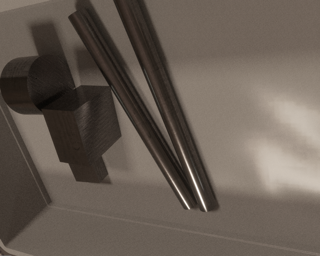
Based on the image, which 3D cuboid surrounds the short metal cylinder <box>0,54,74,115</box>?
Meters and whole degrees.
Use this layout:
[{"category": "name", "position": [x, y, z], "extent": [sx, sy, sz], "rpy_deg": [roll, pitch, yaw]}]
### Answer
[{"category": "short metal cylinder", "position": [-0.165, -0.058, 0.422], "extent": [0.050, 0.080, 0.079], "rpy_deg": [2, 119, 27]}]

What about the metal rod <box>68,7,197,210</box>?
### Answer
[{"category": "metal rod", "position": [-0.027, -0.014, 0.412], "extent": [0.025, 0.025, 0.299], "rpy_deg": [-19, 109, 35]}]

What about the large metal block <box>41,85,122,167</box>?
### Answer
[{"category": "large metal block", "position": [-0.102, -0.006, 0.421], "extent": [0.050, 0.080, 0.079], "rpy_deg": [5, 121, 25]}]

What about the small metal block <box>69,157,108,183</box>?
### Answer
[{"category": "small metal block", "position": [-0.119, 0.061, 0.507], "extent": [0.050, 0.025, 0.050], "rpy_deg": [-1, 118, 28]}]

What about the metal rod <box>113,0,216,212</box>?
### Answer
[{"category": "metal rod", "position": [0.013, -0.018, 0.388], "extent": [0.025, 0.025, 0.299], "rpy_deg": [-10, 114, 32]}]
